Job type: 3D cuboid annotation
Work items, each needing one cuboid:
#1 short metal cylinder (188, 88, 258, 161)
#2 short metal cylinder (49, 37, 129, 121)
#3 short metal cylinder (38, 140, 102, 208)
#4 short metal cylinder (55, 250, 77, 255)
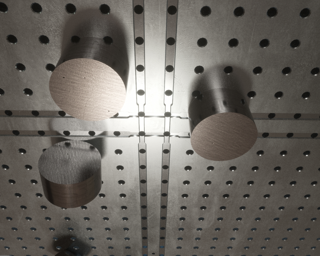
[{"bbox_3d":[0.077,-0.004,0.394,0.081,0.050,0.079,-1,130,0],"label":"short metal cylinder"},{"bbox_3d":[-0.077,-0.054,0.348,0.081,0.050,0.079,0,130,0],"label":"short metal cylinder"},{"bbox_3d":[-0.122,0.062,0.427,0.081,0.080,0.050,4,130,-4],"label":"short metal cylinder"},{"bbox_3d":[-0.190,0.298,0.626,0.080,0.080,0.050,-26,126,20],"label":"short metal cylinder"}]
